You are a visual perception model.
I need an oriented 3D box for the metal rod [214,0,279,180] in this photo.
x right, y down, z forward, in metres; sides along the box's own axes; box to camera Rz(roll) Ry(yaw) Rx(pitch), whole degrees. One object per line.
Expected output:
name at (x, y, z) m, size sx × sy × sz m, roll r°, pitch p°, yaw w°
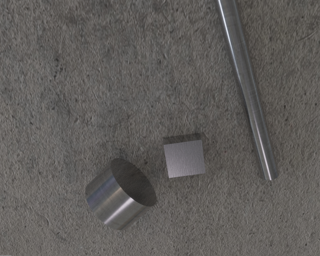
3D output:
metal rod at (0.105, -0.066, 0.386) m, size 0.025 × 0.025 × 0.298 m, roll -18°, pitch 109°, yaw 6°

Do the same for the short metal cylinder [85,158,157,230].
short metal cylinder at (-0.051, 0.087, 0.412) m, size 0.080 × 0.080 × 0.050 m, roll 42°, pitch 105°, yaw -14°

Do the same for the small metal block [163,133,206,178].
small metal block at (0.033, 0.037, 0.424) m, size 0.050 × 0.025 × 0.050 m, roll -8°, pitch 110°, yaw 3°
